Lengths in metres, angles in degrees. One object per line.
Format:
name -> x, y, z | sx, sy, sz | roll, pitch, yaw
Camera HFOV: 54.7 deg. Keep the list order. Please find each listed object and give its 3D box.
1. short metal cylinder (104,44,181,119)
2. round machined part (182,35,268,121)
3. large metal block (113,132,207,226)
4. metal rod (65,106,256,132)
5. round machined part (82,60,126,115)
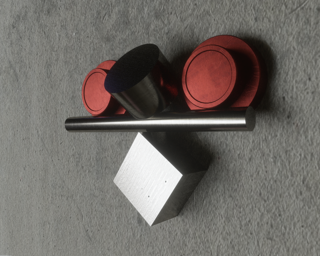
short metal cylinder -> -0.021, -0.058, 0.384 | 0.080, 0.050, 0.080 | -23, 42, 23
round machined part -> 0.063, -0.054, 0.343 | 0.098, 0.042, 0.097 | 0, 90, 40
large metal block -> -0.002, 0.060, 0.389 | 0.080, 0.050, 0.080 | 43, 116, 31
metal rod -> -0.026, -0.007, 0.400 | 0.300, 0.025, 0.025 | -1, 90, 40
round machined part -> -0.079, -0.052, 0.459 | 0.098, 0.042, 0.097 | 0, 90, 40
